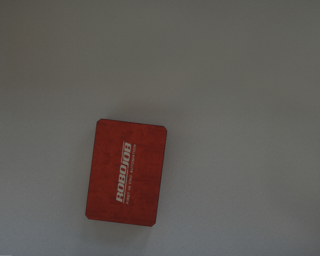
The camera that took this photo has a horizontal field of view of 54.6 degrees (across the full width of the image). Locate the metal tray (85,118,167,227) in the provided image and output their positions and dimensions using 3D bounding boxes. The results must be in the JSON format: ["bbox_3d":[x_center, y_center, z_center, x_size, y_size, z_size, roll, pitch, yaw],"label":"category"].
[{"bbox_3d":[-0.043,0.057,0.409,0.090,0.030,0.129,7,90,0],"label":"metal tray"}]
